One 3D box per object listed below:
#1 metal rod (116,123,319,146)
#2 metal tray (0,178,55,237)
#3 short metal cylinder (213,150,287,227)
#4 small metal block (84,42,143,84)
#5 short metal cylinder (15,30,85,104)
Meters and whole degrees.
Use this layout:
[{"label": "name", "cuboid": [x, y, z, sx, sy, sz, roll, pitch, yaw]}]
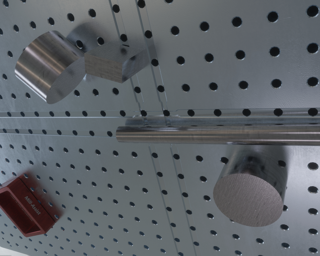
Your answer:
[{"label": "metal rod", "cuboid": [0.077, 0.008, 0.375, 0.300, 0.025, 0.025, -1, 118, 28]}, {"label": "metal tray", "cuboid": [-0.300, 0.176, 0.674, 0.090, 0.030, 0.130, -23, 107, 36]}, {"label": "short metal cylinder", "cuboid": [0.112, 0.074, 0.382, 0.080, 0.050, 0.079, 13, 124, 21]}, {"label": "small metal block", "cuboid": [-0.055, -0.080, 0.374, 0.050, 0.050, 0.025, 18, 125, 18]}, {"label": "short metal cylinder", "cuboid": [-0.136, -0.077, 0.399, 0.050, 0.080, 0.080, 41, 129, 0]}]
